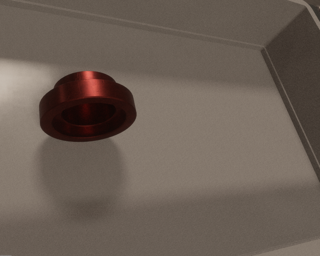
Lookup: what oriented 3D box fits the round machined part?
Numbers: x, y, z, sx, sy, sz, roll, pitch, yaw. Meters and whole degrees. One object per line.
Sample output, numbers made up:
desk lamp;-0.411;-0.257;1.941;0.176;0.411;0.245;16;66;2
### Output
round machined part;-0.077;-0.025;0.333;0.099;0.097;0.042;1;62;-28
